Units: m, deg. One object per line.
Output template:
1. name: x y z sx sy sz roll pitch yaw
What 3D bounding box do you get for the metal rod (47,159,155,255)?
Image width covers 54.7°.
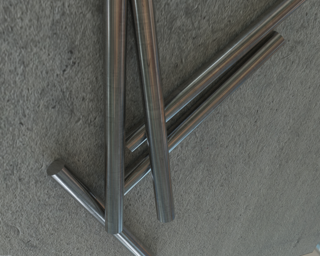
1. metal rod: -0.066 0.147 0.461 0.025 0.025 0.299 -34 129 -6

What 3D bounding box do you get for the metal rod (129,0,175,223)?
1. metal rod: -0.006 -0.013 0.365 0.025 0.025 0.298 -16 116 -20

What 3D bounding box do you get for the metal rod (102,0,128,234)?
1. metal rod: -0.053 0.001 0.362 0.025 0.025 0.298 -8 117 -24

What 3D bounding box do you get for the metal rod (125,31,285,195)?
1. metal rod: 0.051 -0.018 0.422 0.300 0.025 0.025 -44 129 2

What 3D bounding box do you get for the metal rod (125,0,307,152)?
1. metal rod: 0.071 -0.077 0.397 0.300 0.025 0.025 -41 129 0
